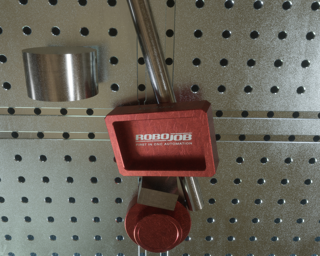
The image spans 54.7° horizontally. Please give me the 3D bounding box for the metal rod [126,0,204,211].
[{"bbox_3d":[0.013,-0.020,0.406,0.025,0.025,0.298,-15,110,5],"label":"metal rod"}]

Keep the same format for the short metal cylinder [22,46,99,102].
[{"bbox_3d":[-0.113,-0.065,0.359,0.081,0.080,0.050,1,110,-1],"label":"short metal cylinder"}]

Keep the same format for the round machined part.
[{"bbox_3d":[-0.003,0.143,0.457,0.099,0.042,0.097,0,110,-1],"label":"round machined part"}]

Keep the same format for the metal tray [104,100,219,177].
[{"bbox_3d":[0.003,0.016,0.393,0.130,0.030,0.089,-3,113,21],"label":"metal tray"}]

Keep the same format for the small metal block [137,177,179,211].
[{"bbox_3d":[-0.003,0.085,0.432,0.050,0.050,0.025,13,110,-5],"label":"small metal block"}]
